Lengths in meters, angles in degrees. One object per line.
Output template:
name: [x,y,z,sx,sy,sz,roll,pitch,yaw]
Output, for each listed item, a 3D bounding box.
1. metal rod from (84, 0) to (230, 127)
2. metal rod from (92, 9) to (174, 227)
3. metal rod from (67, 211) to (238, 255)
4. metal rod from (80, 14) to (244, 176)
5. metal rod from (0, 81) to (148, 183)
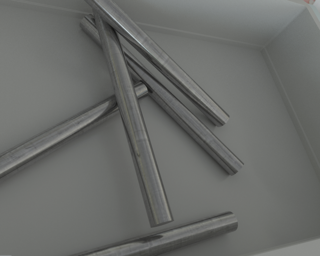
metal rod: [-0.012,-0.103,0.416,0.300,0.025,0.025,41,49,-20]
metal rod: [-0.039,-0.034,0.372,0.025,0.025,0.299,-4,64,-30]
metal rod: [-0.042,0.126,0.306,0.303,0.025,0.025,-5,64,-31]
metal rod: [0.001,-0.048,0.436,0.300,0.025,0.025,45,51,2]
metal rod: [-0.122,0.016,0.330,0.025,0.025,0.302,50,51,6]
